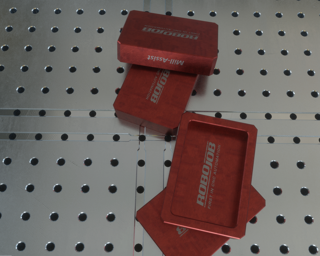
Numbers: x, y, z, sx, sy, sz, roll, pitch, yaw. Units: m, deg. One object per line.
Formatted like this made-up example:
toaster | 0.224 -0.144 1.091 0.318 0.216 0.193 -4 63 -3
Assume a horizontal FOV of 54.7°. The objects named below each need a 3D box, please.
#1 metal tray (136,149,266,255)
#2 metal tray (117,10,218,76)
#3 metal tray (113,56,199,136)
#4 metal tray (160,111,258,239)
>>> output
metal tray | 0.048 0.099 0.374 0.131 0.030 0.090 -37 75 -13
metal tray | 0.014 -0.121 0.435 0.131 0.030 0.090 9 48 1
metal tray | 0.002 -0.063 0.432 0.090 0.030 0.130 19 71 6
metal tray | 0.057 0.052 0.358 0.090 0.030 0.130 12 70 4
